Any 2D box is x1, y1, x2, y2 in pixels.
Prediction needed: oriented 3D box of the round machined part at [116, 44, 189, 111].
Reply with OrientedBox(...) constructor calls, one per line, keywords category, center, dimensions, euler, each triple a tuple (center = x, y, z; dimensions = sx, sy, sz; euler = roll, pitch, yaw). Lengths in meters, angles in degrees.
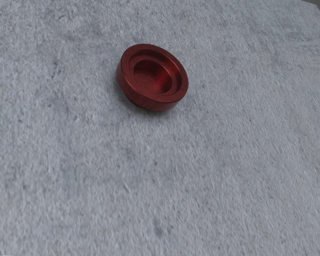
OrientedBox(category="round machined part", center=(-0.013, -0.065, 0.427), dimensions=(0.099, 0.042, 0.098), euler=(14, 56, -21))
